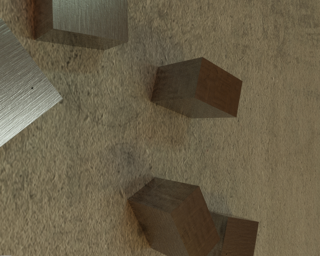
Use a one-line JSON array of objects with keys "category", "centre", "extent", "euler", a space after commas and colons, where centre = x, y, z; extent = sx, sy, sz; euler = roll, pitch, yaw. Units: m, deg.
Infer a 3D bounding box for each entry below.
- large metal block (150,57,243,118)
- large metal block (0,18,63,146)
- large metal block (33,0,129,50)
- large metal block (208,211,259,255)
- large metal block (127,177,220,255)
[{"category": "large metal block", "centre": [0.048, -0.048, 0.409], "extent": [0.080, 0.080, 0.050], "euler": [19, 78, -39]}, {"category": "large metal block", "centre": [-0.148, -0.032, 0.264], "extent": [0.080, 0.050, 0.080], "euler": [-47, 118, -30]}, {"category": "large metal block", "centre": [-0.081, -0.130, 0.320], "extent": [0.081, 0.050, 0.079], "euler": [-2, 92, -40]}, {"category": "large metal block", "centre": [0.101, 0.174, 0.473], "extent": [0.080, 0.050, 0.080], "euler": [21, 77, -38]}, {"category": "large metal block", "centre": [0.017, 0.113, 0.383], "extent": [0.050, 0.080, 0.080], "euler": [-35, 112, -34]}]
